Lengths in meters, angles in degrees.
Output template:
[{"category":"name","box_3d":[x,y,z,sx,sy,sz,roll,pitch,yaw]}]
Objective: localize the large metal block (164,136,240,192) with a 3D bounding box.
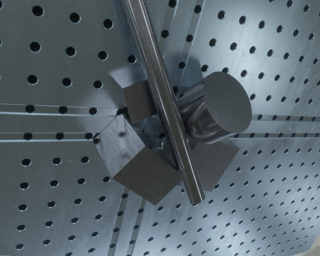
[{"category":"large metal block","box_3d":[0.055,0.041,0.452,0.080,0.050,0.080,19,108,-36]}]

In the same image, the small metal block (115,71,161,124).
[{"category":"small metal block","box_3d":[-0.021,-0.039,0.377,0.050,0.025,0.050,-22,127,-16]}]

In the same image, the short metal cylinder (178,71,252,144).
[{"category":"short metal cylinder","box_3d":[0.069,-0.024,0.391,0.081,0.080,0.050,9,157,-33]}]

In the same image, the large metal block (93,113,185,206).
[{"category":"large metal block","box_3d":[-0.027,0.038,0.385,0.050,0.080,0.080,-45,130,3]}]

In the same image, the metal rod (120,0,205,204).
[{"category":"metal rod","box_3d":[0.006,-0.033,0.356,0.025,0.025,0.298,-25,116,-13]}]
